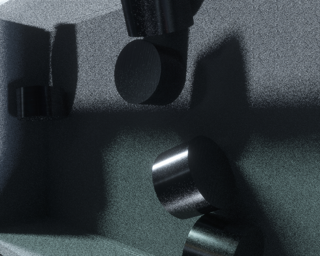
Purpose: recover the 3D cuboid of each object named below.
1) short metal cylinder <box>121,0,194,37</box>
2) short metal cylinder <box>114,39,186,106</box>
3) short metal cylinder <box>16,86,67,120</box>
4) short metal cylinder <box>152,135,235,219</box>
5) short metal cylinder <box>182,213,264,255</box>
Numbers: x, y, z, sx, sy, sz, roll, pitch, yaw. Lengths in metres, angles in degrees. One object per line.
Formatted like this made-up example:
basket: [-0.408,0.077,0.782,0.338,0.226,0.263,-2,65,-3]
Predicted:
short metal cylinder: [-0.003,-0.142,0.365,0.080,0.081,0.050,12,123,39]
short metal cylinder: [-0.013,-0.070,0.402,0.080,0.050,0.080,0,90,40]
short metal cylinder: [-0.207,-0.041,0.542,0.080,0.081,0.050,-8,85,40]
short metal cylinder: [0.038,0.054,0.340,0.050,0.081,0.080,-29,72,36]
short metal cylinder: [0.066,0.133,0.317,0.050,0.081,0.079,7,94,40]
